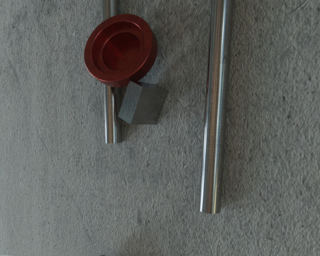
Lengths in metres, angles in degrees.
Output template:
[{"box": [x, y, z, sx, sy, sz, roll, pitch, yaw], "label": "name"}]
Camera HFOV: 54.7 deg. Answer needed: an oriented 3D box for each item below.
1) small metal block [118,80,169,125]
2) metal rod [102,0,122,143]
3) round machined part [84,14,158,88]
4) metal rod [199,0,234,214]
[{"box": [-0.021, -0.032, 0.406, 0.025, 0.050, 0.050, 31, 110, 35], "label": "small metal block"}, {"box": [-0.073, -0.127, 0.464, 0.025, 0.025, 0.298, -2, 89, 40], "label": "metal rod"}, {"box": [-0.049, -0.100, 0.419, 0.098, 0.042, 0.098, -5, 73, 18], "label": "round machined part"}, {"box": [0.065, -0.054, 0.350, 0.025, 0.025, 0.298, 5, 93, 40], "label": "metal rod"}]
